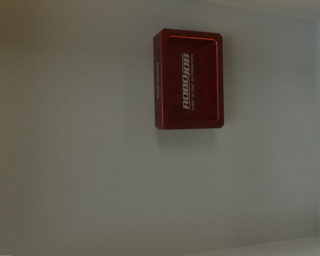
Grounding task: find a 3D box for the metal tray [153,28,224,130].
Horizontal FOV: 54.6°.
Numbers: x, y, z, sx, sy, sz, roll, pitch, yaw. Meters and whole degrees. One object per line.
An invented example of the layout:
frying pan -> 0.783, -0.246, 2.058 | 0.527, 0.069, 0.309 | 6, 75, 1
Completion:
metal tray -> 0.039, -0.063, 0.421 | 0.091, 0.030, 0.129 | -1, 91, -20
